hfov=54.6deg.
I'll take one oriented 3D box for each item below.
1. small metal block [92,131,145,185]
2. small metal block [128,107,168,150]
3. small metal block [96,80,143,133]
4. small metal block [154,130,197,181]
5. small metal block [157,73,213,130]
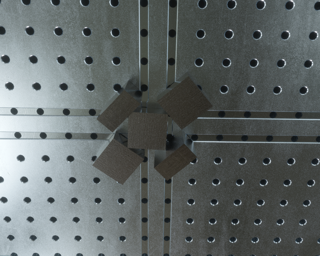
[{"bbox_3d":[-0.056,0.042,0.428,0.050,0.025,0.050,36,106,-13],"label":"small metal block"},{"bbox_3d":[-0.016,0.000,0.413,0.050,0.025,0.050,4,109,0],"label":"small metal block"},{"bbox_3d":[-0.049,-0.028,0.389,0.025,0.050,0.050,42,105,-15],"label":"small metal block"},{"bbox_3d":[0.020,0.035,0.413,0.050,0.050,0.025,-40,105,13],"label":"small metal block"},{"bbox_3d":[0.032,-0.035,0.401,0.050,0.025,0.050,-38,106,13],"label":"small metal block"}]
